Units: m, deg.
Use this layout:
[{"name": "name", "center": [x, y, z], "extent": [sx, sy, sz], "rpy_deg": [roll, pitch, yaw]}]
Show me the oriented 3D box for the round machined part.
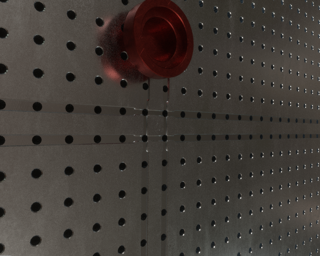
[{"name": "round machined part", "center": [-0.006, -0.111, 0.395], "extent": [0.099, 0.042, 0.097], "rpy_deg": [0, 90, -40]}]
